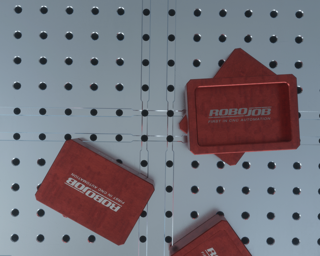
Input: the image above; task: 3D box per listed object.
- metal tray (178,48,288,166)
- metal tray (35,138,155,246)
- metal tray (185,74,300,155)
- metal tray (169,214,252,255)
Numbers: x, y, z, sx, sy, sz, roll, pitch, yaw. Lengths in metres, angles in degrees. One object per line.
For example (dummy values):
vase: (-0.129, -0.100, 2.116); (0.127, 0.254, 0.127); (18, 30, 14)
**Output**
metal tray: (0.097, -0.027, 0.411); (0.090, 0.030, 0.130); (37, 90, 0)
metal tray: (-0.083, 0.082, 0.410); (0.130, 0.030, 0.090); (29, 90, 0)
metal tray: (0.099, -0.016, 0.380); (0.131, 0.030, 0.090); (-3, 90, 0)
metal tray: (0.084, 0.193, 0.411); (0.090, 0.030, 0.130); (-35, 90, 0)
